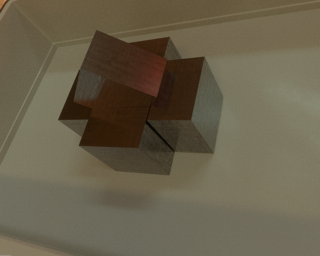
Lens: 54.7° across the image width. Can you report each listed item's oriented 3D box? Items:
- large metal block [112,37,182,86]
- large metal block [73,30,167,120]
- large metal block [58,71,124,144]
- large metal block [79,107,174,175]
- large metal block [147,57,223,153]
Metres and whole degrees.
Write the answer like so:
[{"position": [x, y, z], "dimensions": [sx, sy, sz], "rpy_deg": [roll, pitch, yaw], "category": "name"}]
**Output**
[{"position": [-0.012, -0.072, 0.420], "dimensions": [0.080, 0.080, 0.050], "rpy_deg": [0, 62, 28], "category": "large metal block"}, {"position": [-0.048, -0.053, 0.354], "dimensions": [0.080, 0.080, 0.050], "rpy_deg": [20, 65, -13], "category": "large metal block"}, {"position": [-0.081, -0.027, 0.429], "dimensions": [0.050, 0.080, 0.080], "rpy_deg": [0, 62, 28], "category": "large metal block"}, {"position": [-0.035, 0.017, 0.377], "dimensions": [0.080, 0.080, 0.050], "rpy_deg": [0, 62, 28], "category": "large metal block"}, {"position": [0.034, -0.024, 0.364], "dimensions": [0.050, 0.080, 0.080], "rpy_deg": [0, 62, 28], "category": "large metal block"}]
